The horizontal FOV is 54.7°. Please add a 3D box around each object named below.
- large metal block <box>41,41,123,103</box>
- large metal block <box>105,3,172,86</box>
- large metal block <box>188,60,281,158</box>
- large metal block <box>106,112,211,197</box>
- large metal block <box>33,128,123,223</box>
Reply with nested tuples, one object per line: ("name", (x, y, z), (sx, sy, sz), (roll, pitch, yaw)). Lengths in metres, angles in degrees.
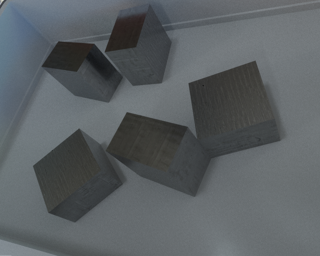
("large metal block", (-0.120, -0.087, 0.485), (0.080, 0.080, 0.050), (14, 69, 33))
("large metal block", (-0.028, -0.120, 0.457), (0.050, 0.080, 0.080), (-1, 61, 27))
("large metal block", (0.084, -0.020, 0.357), (0.080, 0.050, 0.080), (-17, 55, 18))
("large metal block", (0.001, 0.030, 0.350), (0.080, 0.080, 0.050), (15, 70, 33))
("large metal block", (-0.109, 0.062, 0.407), (0.080, 0.050, 0.080), (-39, 51, 1))
